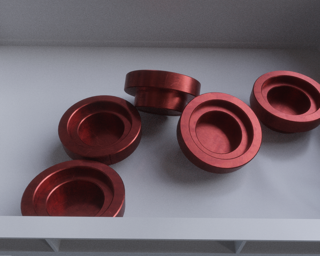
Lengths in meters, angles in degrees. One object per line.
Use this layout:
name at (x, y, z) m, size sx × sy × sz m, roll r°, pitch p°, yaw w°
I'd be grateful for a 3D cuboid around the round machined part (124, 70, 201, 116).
round machined part at (0.002, -0.041, 0.405) m, size 0.099 × 0.098 × 0.042 m, roll 7°, pitch 85°, yaw 5°

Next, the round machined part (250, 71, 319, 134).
round machined part at (0.172, -0.031, 0.422) m, size 0.099 × 0.042 × 0.098 m, roll 0°, pitch 50°, yaw 0°

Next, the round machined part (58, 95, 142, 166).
round machined part at (-0.072, 0.008, 0.387) m, size 0.099 × 0.042 × 0.098 m, roll 0°, pitch 50°, yaw 0°

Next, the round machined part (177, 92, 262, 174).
round machined part at (0.069, 0.009, 0.377) m, size 0.099 × 0.042 × 0.098 m, roll 3°, pitch 65°, yaw -7°

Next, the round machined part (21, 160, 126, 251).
round machined part at (-0.085, 0.081, 0.316) m, size 0.099 × 0.042 × 0.098 m, roll 3°, pitch 38°, yaw -2°
